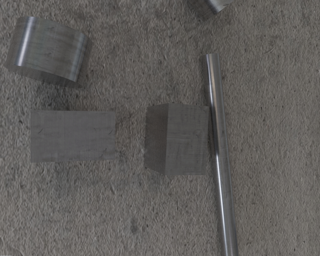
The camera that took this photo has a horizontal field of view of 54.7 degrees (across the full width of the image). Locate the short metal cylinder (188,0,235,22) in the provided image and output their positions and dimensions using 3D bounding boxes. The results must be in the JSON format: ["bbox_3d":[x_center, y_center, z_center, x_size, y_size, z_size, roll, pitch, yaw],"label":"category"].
[{"bbox_3d":[0.076,-0.186,0.408,0.080,0.080,0.050,-42,104,-15],"label":"short metal cylinder"}]

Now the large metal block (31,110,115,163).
[{"bbox_3d":[-0.098,0.008,0.344,0.081,0.080,0.050,0,90,-20],"label":"large metal block"}]

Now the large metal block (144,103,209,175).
[{"bbox_3d":[0.017,0.013,0.386,0.050,0.080,0.080,3,89,-20],"label":"large metal block"}]

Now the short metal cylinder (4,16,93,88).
[{"bbox_3d":[-0.119,-0.079,0.336,0.081,0.080,0.050,14,86,-20],"label":"short metal cylinder"}]

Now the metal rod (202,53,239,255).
[{"bbox_3d":[0.087,0.046,0.441,0.025,0.025,0.298,-7,93,-20],"label":"metal rod"}]
